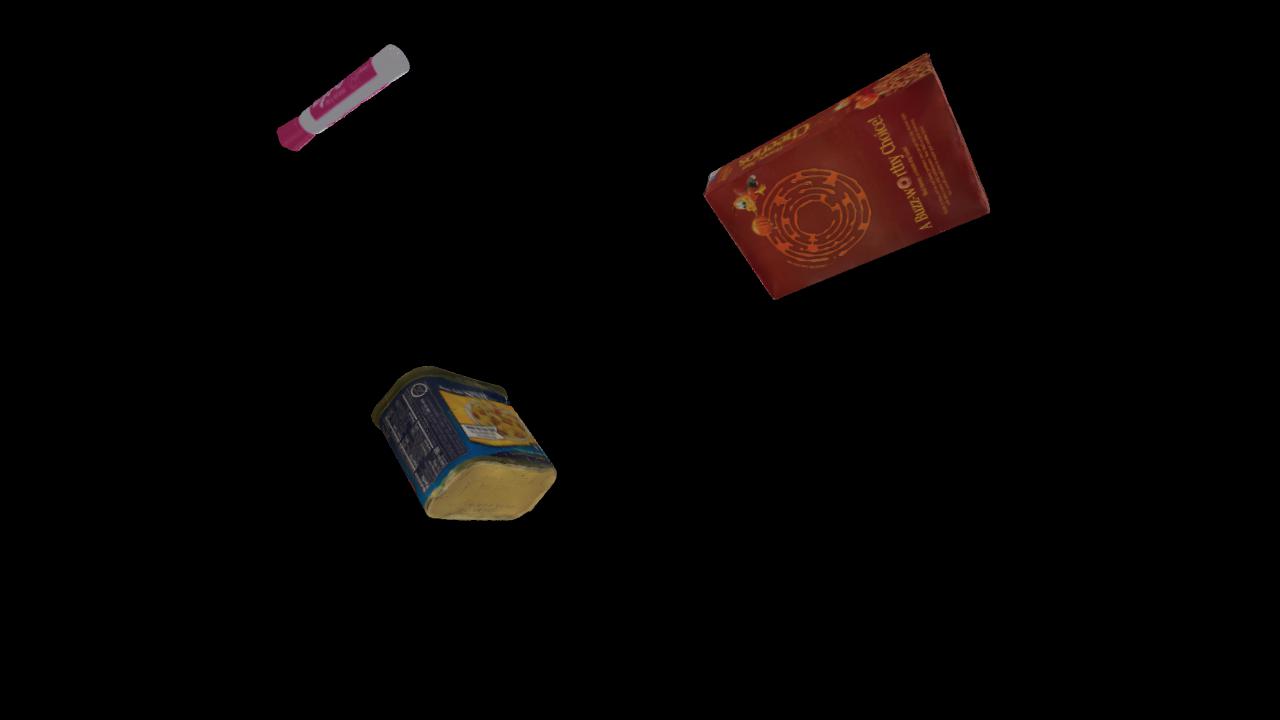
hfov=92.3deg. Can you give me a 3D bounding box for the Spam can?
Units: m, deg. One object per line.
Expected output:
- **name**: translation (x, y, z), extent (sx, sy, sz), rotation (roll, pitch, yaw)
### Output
- **Spam can**: translation (-0.114, 0.059, 0.415), extent (0.085, 0.058, 0.101), rotation (47, 12, 30)

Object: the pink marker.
- **pink marker**: translation (-0.209, -0.178, 0.426), extent (0.121, 0.020, 0.020), rotation (-20, -8, 24)

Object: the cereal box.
- **cereal box**: translation (0.264, -0.223, 0.815), extent (0.306, 0.081, 0.203), rotation (-22, -57, 33)
